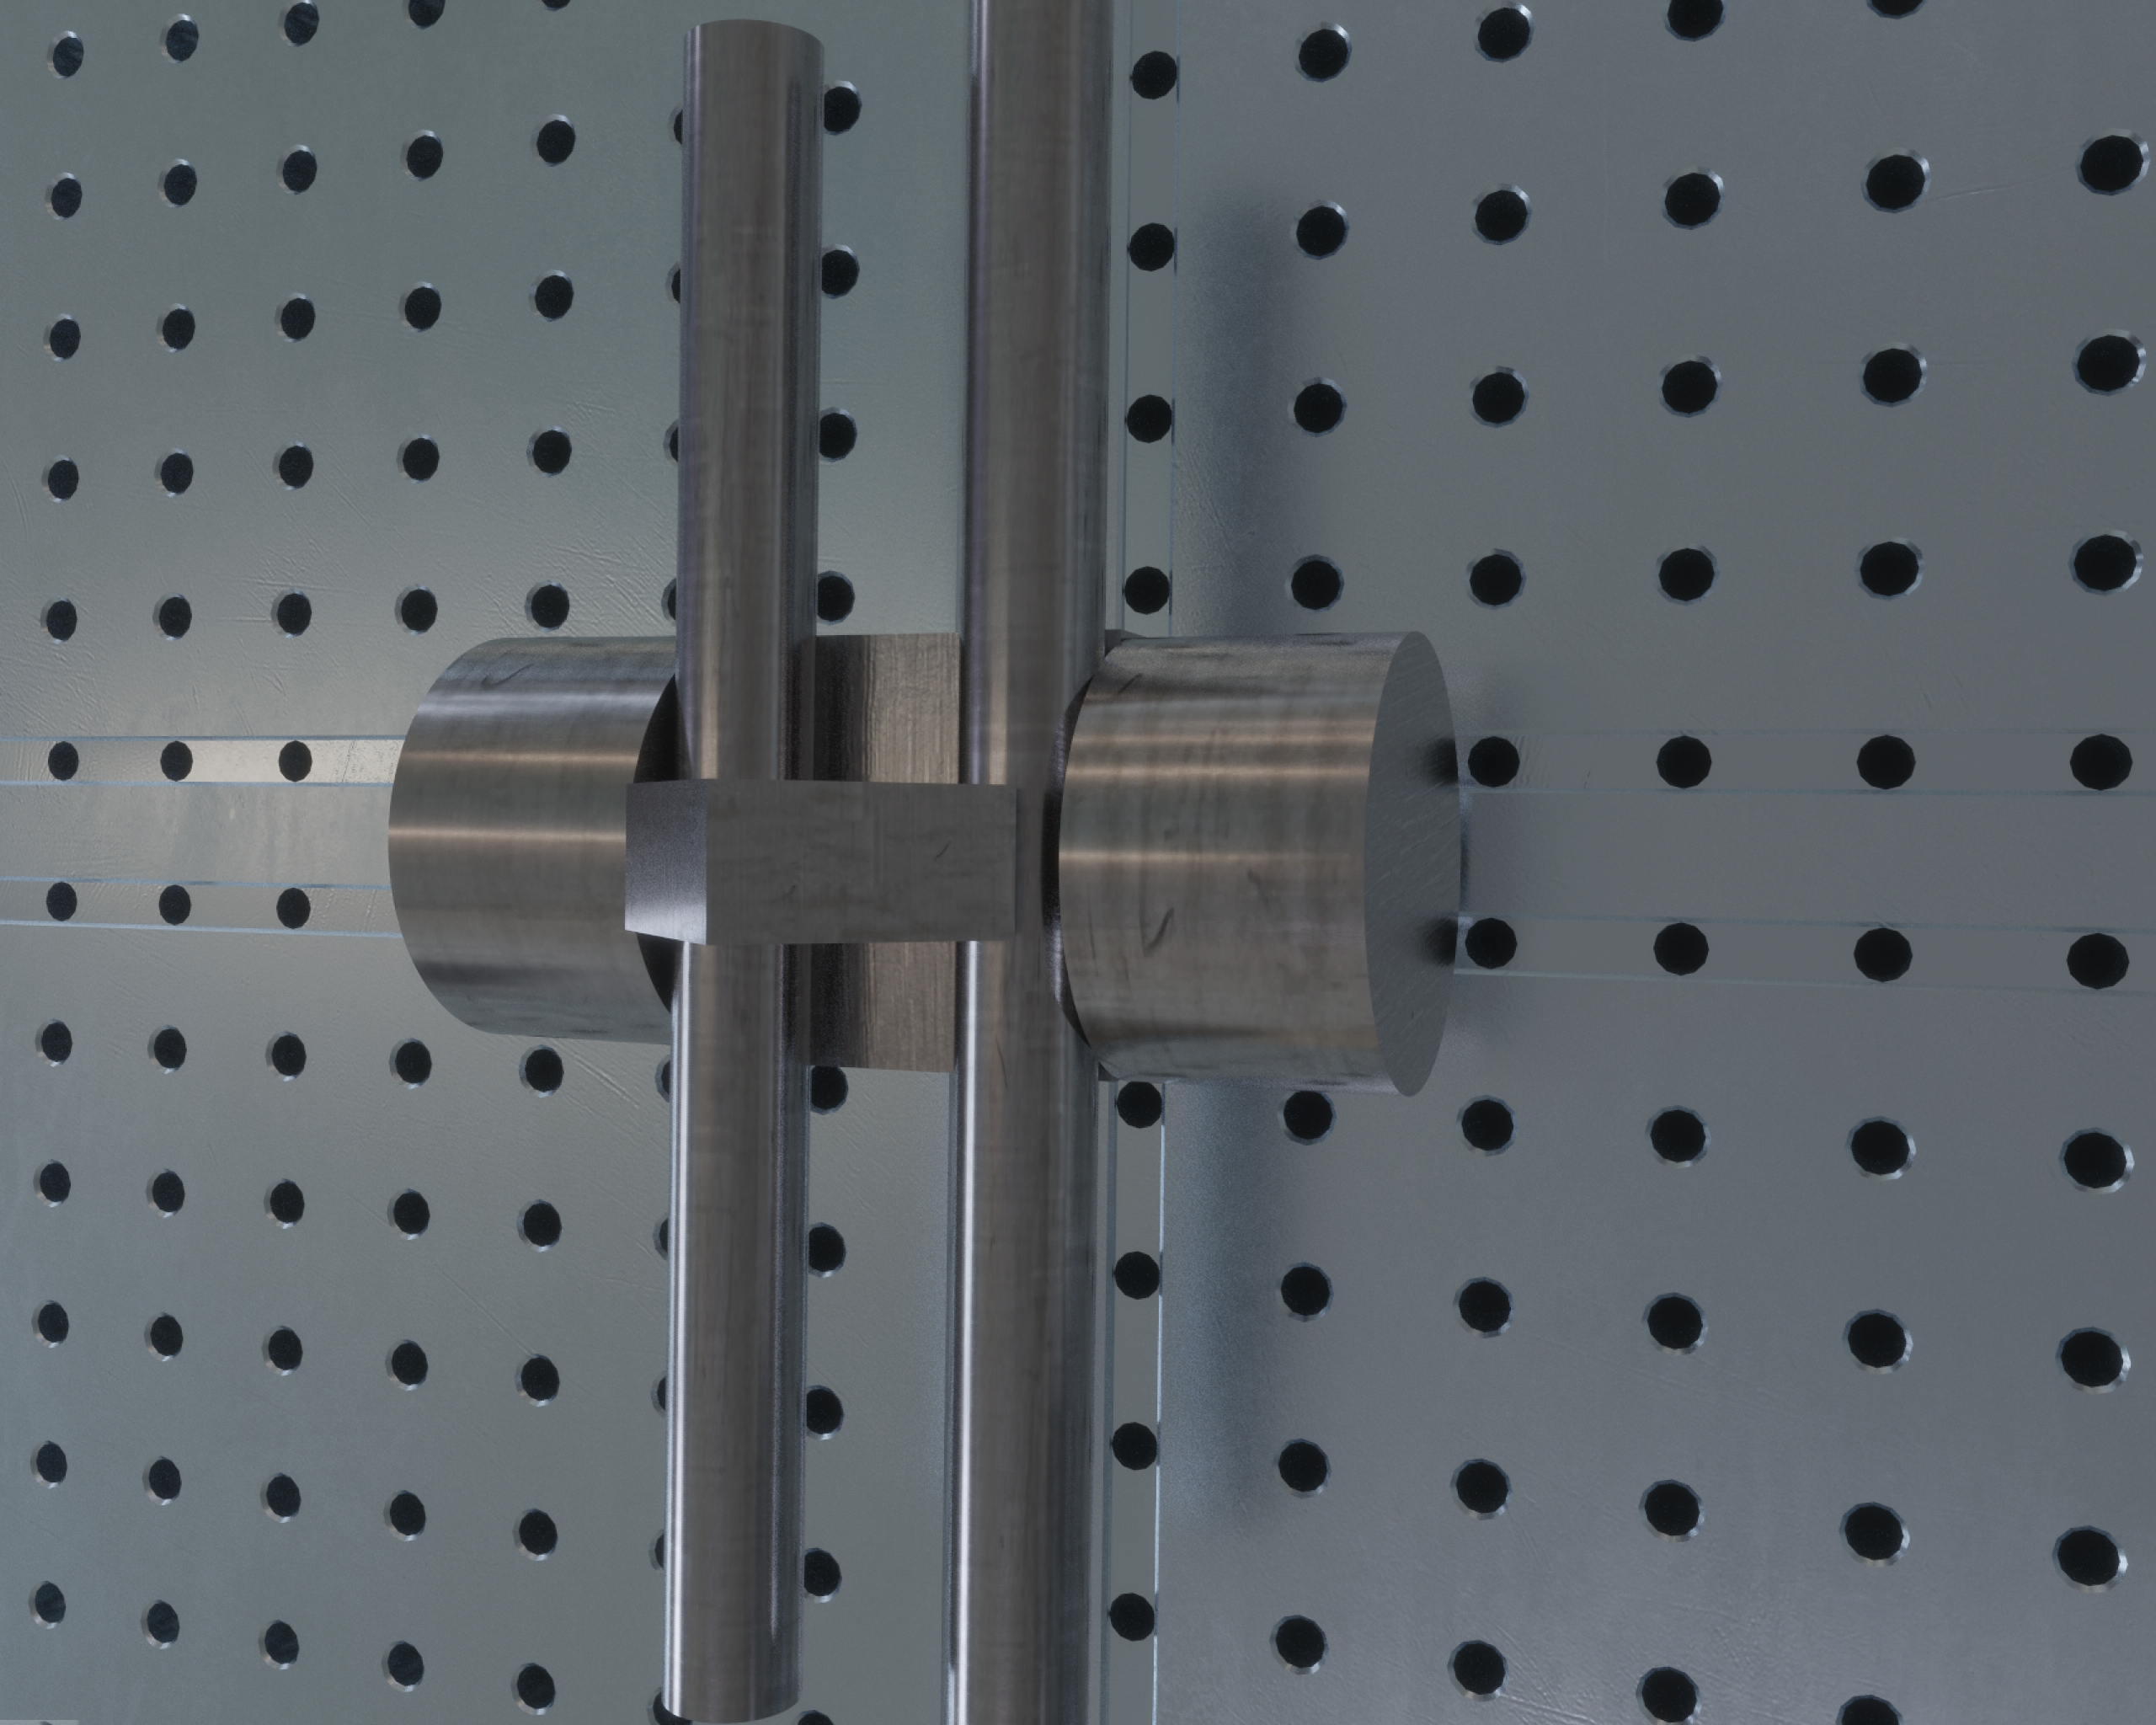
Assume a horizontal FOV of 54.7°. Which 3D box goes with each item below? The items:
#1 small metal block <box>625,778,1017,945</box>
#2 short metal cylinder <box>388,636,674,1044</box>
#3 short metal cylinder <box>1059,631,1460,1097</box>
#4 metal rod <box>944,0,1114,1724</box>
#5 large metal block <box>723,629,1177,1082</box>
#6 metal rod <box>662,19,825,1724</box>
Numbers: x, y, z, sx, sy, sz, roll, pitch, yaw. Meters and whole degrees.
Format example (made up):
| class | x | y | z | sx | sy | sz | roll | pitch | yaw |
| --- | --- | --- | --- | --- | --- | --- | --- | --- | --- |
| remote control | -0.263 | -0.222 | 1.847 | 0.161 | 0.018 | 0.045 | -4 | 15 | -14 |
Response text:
| class | x | y | z | sx | sy | sz | roll | pitch | yaw |
| --- | --- | --- | --- | --- | --- | --- | --- | --- | --- |
| small metal block | -0.043 | 0.000 | 0.344 | 0.050 | 0.050 | 0.025 | 2 | 92 | 64 |
| short metal cylinder | -0.089 | -0.005 | 0.411 | 0.050 | 0.080 | 0.079 | 2 | 91 | 20 |
| short metal cylinder | 0.035 | 0.000 | 0.367 | 0.050 | 0.080 | 0.079 | 1 | 90 | 21 |
| metal rod | -0.008 | 0.000 | 0.359 | 0.025 | 0.025 | 0.298 | 1 | 90 | 20 |
| large metal block | -0.022 | -0.002 | 0.403 | 0.080 | 0.050 | 0.079 | 1 | 90 | 20 |
| metal rod | -0.060 | 0.002 | 0.377 | 0.025 | 0.025 | 0.298 | 1 | 90 | 20 |
